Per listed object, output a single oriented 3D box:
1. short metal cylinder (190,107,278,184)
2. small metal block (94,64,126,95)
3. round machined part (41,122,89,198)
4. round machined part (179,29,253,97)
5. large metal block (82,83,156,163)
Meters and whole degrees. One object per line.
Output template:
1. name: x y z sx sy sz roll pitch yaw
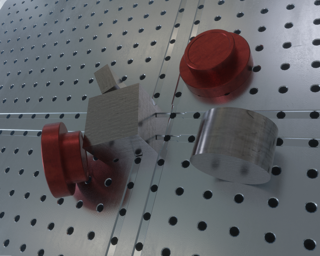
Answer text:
1. short metal cylinder: 0.076 0.020 0.320 0.080 0.080 0.050 5 64 30
2. small metal block: -0.069 -0.059 0.465 0.025 0.050 0.050 -33 51 7
3. round machined part: -0.120 0.040 0.408 0.042 0.097 0.098 -9 54 -8
4. round machined part: 0.071 -0.094 0.417 0.098 0.042 0.098 -13 56 21
5. large metal block: -0.053 -0.006 0.424 0.080 0.050 0.080 -14 56 20
